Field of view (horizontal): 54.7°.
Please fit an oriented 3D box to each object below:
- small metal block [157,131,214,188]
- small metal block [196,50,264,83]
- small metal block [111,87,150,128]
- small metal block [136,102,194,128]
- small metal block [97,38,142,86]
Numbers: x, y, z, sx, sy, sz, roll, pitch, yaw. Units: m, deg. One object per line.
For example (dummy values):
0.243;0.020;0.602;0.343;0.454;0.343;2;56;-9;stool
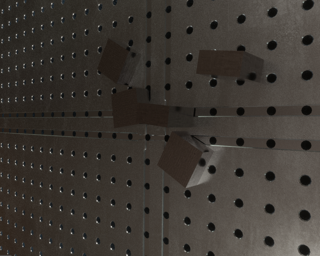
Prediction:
0.031;0.038;0.383;0.050;0.025;0.050;35;112;34;small metal block
0.075;-0.066;0.330;0.050;0.050;0.025;13;99;39;small metal block
-0.041;-0.027;0.441;0.050;0.025;0.050;-9;84;39;small metal block
0.007;-0.016;0.386;0.050;0.050;0.025;9;96;39;small metal block
-0.061;-0.097;0.457;0.050;0.025;0.050;38;113;33;small metal block
